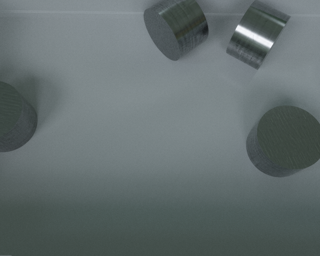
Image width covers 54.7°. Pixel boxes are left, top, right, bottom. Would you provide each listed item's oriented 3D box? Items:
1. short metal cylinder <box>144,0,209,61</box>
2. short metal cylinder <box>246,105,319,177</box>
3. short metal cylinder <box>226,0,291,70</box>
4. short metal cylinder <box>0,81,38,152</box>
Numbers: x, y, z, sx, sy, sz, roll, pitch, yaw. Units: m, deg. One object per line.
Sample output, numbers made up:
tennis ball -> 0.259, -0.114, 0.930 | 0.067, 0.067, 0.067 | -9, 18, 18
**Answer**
short metal cylinder -> 0.022, -0.142, 0.432 | 0.050, 0.080, 0.080 | -37, 74, -12
short metal cylinder -> 0.155, 0.018, 0.391 | 0.081, 0.050, 0.080 | 0, 70, 0
short metal cylinder -> 0.135, -0.128, 0.428 | 0.050, 0.080, 0.080 | 32, 73, 11
short metal cylinder -> -0.208, -0.014, 0.400 | 0.081, 0.050, 0.080 | 0, 70, 0
